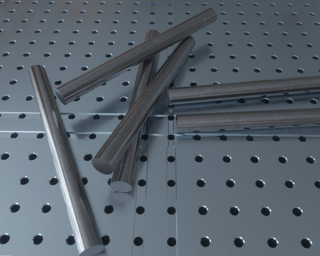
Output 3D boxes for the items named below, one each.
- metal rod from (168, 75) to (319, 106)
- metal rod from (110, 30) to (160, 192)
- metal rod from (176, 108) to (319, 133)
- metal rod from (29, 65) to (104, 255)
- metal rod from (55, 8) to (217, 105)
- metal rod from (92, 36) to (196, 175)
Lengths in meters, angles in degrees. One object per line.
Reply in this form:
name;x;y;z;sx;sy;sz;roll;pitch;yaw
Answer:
metal rod;0.161;-0.059;0.457;0.302;0.025;0.025;-5;50;-5
metal rod;-0.028;-0.047;0.447;0.025;0.025;0.300;5;50;4
metal rod;0.173;-0.013;0.419;0.302;0.025;0.025;-3;50;-3
metal rod;-0.129;0.017;0.392;0.025;0.025;0.300;-19;53;-15
metal rod;-0.020;-0.119;0.473;0.302;0.025;0.025;-35;58;-26
metal rod;-0.006;-0.054;0.429;0.025;0.025;0.301;17;45;14
